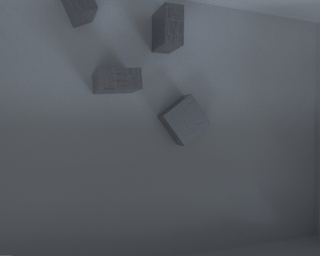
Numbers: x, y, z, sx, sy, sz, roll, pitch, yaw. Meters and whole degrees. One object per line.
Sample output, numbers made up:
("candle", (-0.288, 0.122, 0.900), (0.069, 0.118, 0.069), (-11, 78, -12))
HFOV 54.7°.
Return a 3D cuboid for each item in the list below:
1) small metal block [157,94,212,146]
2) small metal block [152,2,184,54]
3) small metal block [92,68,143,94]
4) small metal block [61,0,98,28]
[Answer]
("small metal block", (0.033, -0.011, 0.423), (0.050, 0.025, 0.050), (-39, 103, -16))
("small metal block", (0.009, -0.127, 0.400), (0.025, 0.050, 0.050), (0, 90, -20))
("small metal block", (-0.053, -0.057, 0.377), (0.050, 0.050, 0.025), (-4, 92, -20))
("small metal block", (-0.098, -0.151, 0.361), (0.025, 0.050, 0.050), (-26, 99, -18))
